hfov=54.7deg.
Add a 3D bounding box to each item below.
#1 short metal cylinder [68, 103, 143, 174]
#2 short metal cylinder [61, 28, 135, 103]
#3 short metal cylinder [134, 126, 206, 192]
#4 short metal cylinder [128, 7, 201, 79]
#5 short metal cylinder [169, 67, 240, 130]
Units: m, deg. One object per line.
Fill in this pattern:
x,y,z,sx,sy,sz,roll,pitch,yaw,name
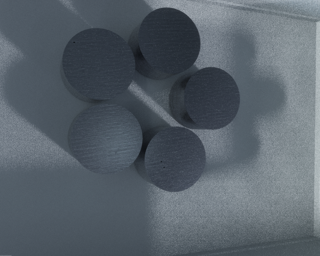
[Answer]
-0.067,0.012,0.370,0.081,0.050,0.080,0,90,-20,short metal cylinder
-0.075,-0.071,0.367,0.081,0.050,0.080,0,90,-20,short metal cylinder
0.011,0.038,0.399,0.081,0.050,0.080,0,90,-20,short metal cylinder
0.004,-0.105,0.396,0.081,0.050,0.080,0,90,-20,short metal cylinder
0.059,-0.038,0.416,0.081,0.050,0.080,0,90,-20,short metal cylinder
